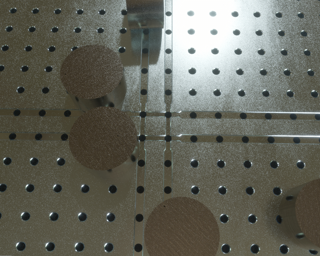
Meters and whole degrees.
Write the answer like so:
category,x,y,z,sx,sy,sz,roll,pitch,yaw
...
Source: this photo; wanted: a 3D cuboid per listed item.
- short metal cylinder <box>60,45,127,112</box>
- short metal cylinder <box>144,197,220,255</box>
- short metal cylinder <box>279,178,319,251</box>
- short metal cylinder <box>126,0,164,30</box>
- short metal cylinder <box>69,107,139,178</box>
category,x,y,z,sx,sy,sz,roll,pitch,yaw
short metal cylinder,-0.088,-0.065,0.421,0.081,0.050,0.080,0,70,-1
short metal cylinder,0.024,0.122,0.354,0.081,0.050,0.080,0,70,0
short metal cylinder,0.189,0.103,0.363,0.081,0.050,0.080,0,70,0
short metal cylinder,-0.022,-0.185,0.450,0.050,0.080,0.080,-4,70,-2
short metal cylinder,-0.068,0.019,0.391,0.081,0.050,0.080,0,70,0
